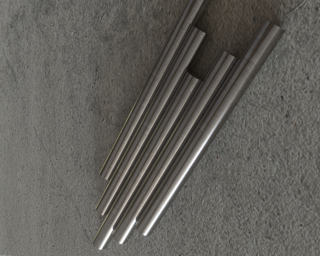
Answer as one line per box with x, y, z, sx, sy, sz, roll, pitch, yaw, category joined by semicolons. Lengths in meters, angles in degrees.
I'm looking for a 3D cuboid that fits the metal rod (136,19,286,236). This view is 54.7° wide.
0.046;0.017;0.366;0.025;0.025;0.298;44;116;31;metal rod

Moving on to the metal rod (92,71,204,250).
-0.025;0.058;0.425;0.025;0.025;0.298;44;116;31;metal rod

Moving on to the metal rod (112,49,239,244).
0.010;0.039;0.396;0.025;0.025;0.298;44;116;31;metal rod

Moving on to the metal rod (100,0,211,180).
-0.012;-0.049;0.414;0.025;0.025;0.298;44;116;31;metal rod

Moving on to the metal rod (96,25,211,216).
-0.019;0.005;0.420;0.025;0.025;0.298;44;116;31;metal rod
